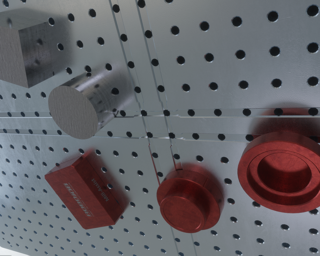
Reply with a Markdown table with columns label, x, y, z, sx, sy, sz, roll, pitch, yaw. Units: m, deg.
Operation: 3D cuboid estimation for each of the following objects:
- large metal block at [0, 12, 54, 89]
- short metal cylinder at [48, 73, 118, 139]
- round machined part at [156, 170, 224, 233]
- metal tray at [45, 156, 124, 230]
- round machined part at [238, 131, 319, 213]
| label | x | y | z | sx | sy | sz | roll | pitch | yaw |
| --- | --- | --- | --- | --- | --- | --- | --- | --- | --- |
| large metal block | -0.203 | -0.110 | 0.434 | 0.080 | 0.050 | 0.079 | 17 | 125 | 18 |
| short metal cylinder | -0.106 | -0.031 | 0.432 | 0.080 | 0.050 | 0.079 | 13 | 124 | 21 |
| round machined part | 0.039 | 0.113 | 0.449 | 0.098 | 0.042 | 0.097 | 13 | 124 | 21 |
| metal tray | -0.136 | 0.119 | 0.553 | 0.090 | 0.030 | 0.130 | -22 | 107 | 36 |
| round machined part | 0.143 | 0.046 | 0.353 | 0.098 | 0.042 | 0.097 | 13 | 124 | 21 |
